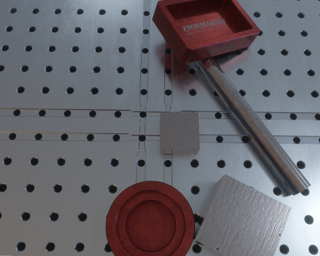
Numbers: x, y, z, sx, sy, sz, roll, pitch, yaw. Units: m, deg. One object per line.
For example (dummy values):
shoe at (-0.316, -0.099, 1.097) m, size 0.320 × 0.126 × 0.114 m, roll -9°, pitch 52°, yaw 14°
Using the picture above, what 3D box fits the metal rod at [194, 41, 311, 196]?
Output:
metal rod at (0.099, -0.043, 0.428) m, size 0.025 × 0.025 × 0.299 m, roll -30°, pitch 73°, yaw -11°

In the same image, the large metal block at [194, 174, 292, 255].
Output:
large metal block at (0.091, 0.112, 0.359) m, size 0.080 × 0.050 × 0.080 m, roll 27°, pitch 72°, yaw 9°

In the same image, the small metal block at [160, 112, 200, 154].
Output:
small metal block at (0.025, 0.007, 0.410) m, size 0.050 × 0.025 × 0.050 m, roll 0°, pitch 70°, yaw -1°

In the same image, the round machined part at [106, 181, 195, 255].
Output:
round machined part at (-0.010, 0.114, 0.360) m, size 0.099 × 0.042 × 0.098 m, roll 0°, pitch 69°, yaw 1°

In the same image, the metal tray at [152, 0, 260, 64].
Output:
metal tray at (0.067, -0.148, 0.443) m, size 0.131 × 0.030 × 0.090 m, roll -20°, pitch 70°, yaw -26°
